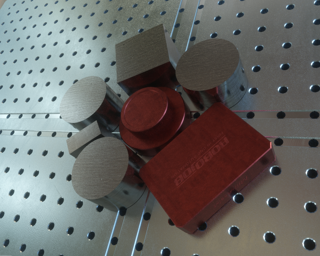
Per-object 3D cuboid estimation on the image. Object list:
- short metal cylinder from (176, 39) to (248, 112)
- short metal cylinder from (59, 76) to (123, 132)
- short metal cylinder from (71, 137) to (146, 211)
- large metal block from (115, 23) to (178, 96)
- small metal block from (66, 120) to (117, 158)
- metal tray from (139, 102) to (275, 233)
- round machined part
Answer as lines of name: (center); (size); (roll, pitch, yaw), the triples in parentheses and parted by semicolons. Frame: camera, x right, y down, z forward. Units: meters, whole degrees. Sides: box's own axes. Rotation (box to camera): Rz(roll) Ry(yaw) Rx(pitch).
short metal cylinder: (0.067, -0.067, 0.397); (0.080, 0.050, 0.080); (-13, 56, 21)
short metal cylinder: (-0.101, -0.030, 0.463); (0.080, 0.050, 0.080); (-13, 56, 21)
short metal cylinder: (-0.062, 0.058, 0.389); (0.080, 0.050, 0.080); (-13, 56, 21)
large metal block: (-0.017, -0.096, 0.461); (0.080, 0.050, 0.080); (-19, 54, 17)
small metal block: (-0.090, 0.023, 0.424); (0.050, 0.050, 0.025); (-33, 52, 7)
metal tray: (0.050, 0.041, 0.352); (0.130, 0.030, 0.090); (-42, 51, -1)
round machined part: (-0.013, -0.016, 0.413); (0.098, 0.042, 0.098); (-13, 56, 21)
